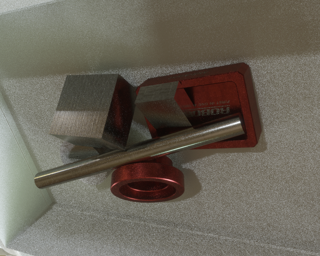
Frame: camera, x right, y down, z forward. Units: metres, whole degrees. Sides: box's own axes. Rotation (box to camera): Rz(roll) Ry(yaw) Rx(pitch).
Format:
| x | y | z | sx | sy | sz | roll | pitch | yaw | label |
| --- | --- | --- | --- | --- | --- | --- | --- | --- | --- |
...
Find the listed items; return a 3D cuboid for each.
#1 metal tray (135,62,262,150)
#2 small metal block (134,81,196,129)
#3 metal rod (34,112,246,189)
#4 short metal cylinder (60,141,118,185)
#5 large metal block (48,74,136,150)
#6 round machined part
| x | y | z | sx | sy | sz | roll | pitch | yaw | label |
| --- | --- | --- | --- | --- | --- | --- | --- | --- | --- |
| 0.044 | -0.020 | 0.366 | 0.130 | 0.030 | 0.090 | -5 | 116 | 30 | metal tray |
| 0.007 | -0.025 | 0.358 | 0.050 | 0.025 | 0.050 | -5 | 143 | 30 | small metal block |
| -0.042 | 0.036 | 0.396 | 0.300 | 0.025 | 0.025 | -17 | 110 | 23 | metal rod |
| -0.100 | 0.038 | 0.464 | 0.080 | 0.050 | 0.079 | 13 | 124 | 20 | short metal cylinder |
| -0.081 | -0.020 | 0.390 | 0.080 | 0.080 | 0.050 | 4 | 162 | 27 | large metal block |
| -0.016 | 0.067 | 0.423 | 0.099 | 0.042 | 0.098 | 0 | 149 | 0 | round machined part |
